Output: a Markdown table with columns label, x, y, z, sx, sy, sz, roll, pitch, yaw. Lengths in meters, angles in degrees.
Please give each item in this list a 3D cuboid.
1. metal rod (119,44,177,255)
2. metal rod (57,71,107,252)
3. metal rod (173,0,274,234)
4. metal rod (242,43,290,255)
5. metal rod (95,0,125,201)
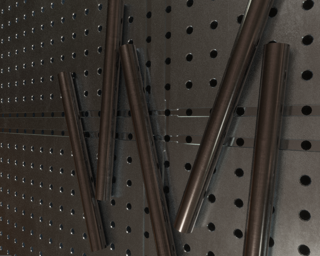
| label | x | y | z | sx | sy | sz | roll | pitch | yaw |
| --- | --- | --- | --- | --- | --- | --- | --- | --- | --- |
| metal rod | -0.018 | 0.029 | 0.422 | 0.025 | 0.025 | 0.298 | -19 | 78 | 38 |
| metal rod | -0.131 | 0.048 | 0.514 | 0.025 | 0.025 | 0.299 | -23 | 76 | 37 |
| metal rod | 0.070 | -0.016 | 0.350 | 0.025 | 0.025 | 0.298 | 27 | 106 | 36 |
| metal rod | 0.105 | 0.065 | 0.321 | 0.025 | 0.025 | 0.298 | 8 | 95 | 39 |
| metal rod | -0.076 | -0.040 | 0.469 | 0.025 | 0.025 | 0.298 | 7 | 95 | 39 |
